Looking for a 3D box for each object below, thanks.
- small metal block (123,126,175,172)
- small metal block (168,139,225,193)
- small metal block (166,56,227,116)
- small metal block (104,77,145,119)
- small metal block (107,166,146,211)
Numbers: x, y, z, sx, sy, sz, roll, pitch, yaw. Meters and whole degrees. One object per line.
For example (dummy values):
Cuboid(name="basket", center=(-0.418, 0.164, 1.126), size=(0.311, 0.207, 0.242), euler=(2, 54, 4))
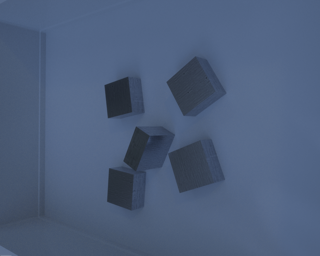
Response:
Cuboid(name="small metal block", center=(-0.013, 0.026, 0.400), size=(0.025, 0.050, 0.050), euler=(33, 110, 35))
Cuboid(name="small metal block", center=(0.043, 0.046, 0.370), size=(0.050, 0.025, 0.050), euler=(-26, 74, 36))
Cuboid(name="small metal block", center=(0.043, -0.048, 0.370), size=(0.050, 0.025, 0.050), euler=(-38, 67, 33))
Cuboid(name="small metal block", center=(-0.052, -0.042, 0.447), size=(0.050, 0.025, 0.050), euler=(-11, 83, 39))
Cuboid(name="small metal block", center=(-0.048, 0.085, 0.444), size=(0.050, 0.025, 0.050), euler=(7, 94, 39))
